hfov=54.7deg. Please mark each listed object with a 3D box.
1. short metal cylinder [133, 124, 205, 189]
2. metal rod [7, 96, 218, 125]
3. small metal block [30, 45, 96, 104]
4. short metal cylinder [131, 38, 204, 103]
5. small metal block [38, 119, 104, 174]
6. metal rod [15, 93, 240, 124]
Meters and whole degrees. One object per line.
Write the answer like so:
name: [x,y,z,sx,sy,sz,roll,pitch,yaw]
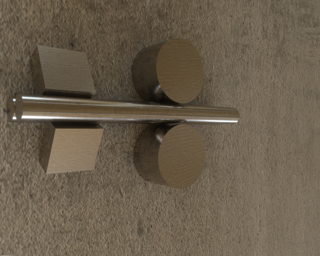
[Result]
short metal cylinder: [0.013,0.035,0.400,0.081,0.050,0.079,0,90,-40]
metal rod: [-0.024,-0.017,0.386,0.302,0.025,0.025,0,90,-40]
small metal block: [-0.098,-0.052,0.312,0.050,0.025,0.050,0,63,-40]
short metal cylinder: [0.011,-0.070,0.398,0.081,0.050,0.079,0,90,-40]
small metal block: [-0.091,0.017,0.317,0.050,0.025,0.050,1,116,-41]
metal rod: [-0.007,-0.018,0.368,0.302,0.025,0.025,0,90,-40]
